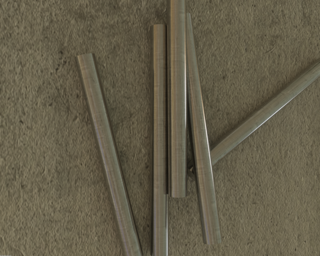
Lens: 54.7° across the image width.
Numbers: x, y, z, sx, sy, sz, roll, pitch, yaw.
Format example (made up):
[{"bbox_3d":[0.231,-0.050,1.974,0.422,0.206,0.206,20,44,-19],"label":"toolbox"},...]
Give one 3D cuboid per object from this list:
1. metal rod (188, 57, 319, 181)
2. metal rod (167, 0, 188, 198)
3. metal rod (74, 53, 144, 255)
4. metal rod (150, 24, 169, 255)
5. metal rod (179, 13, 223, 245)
[{"bbox_3d":[0.158,-0.023,0.466,0.301,0.025,0.025,-37,102,-16],"label":"metal rod"},{"bbox_3d":[0.022,-0.063,0.395,0.025,0.025,0.298,-1,91,-20],"label":"metal rod"},{"bbox_3d":[-0.058,0.058,0.387,0.025,0.025,0.298,-15,95,-19],"label":"metal rod"},{"bbox_3d":[-0.001,0.016,0.408,0.025,0.025,0.298,0,90,-20],"label":"metal rod"},{"bbox_3d":[0.049,-0.003,0.407,0.025,0.025,0.298,-5,85,-20],"label":"metal rod"}]
